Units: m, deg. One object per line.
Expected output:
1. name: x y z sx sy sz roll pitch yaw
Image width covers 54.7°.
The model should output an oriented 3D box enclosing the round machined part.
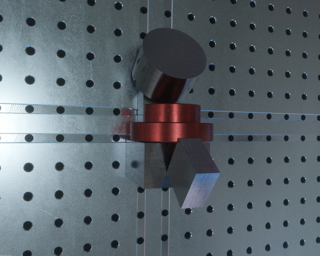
1. round machined part: 0.014 -0.006 0.369 0.099 0.098 0.042 1 90 -20

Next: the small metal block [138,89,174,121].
1. small metal block: -0.002 -0.031 0.412 0.050 0.025 0.050 1 90 -21

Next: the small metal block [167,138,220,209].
1. small metal block: 0.032 0.045 0.315 0.025 0.050 0.050 1 128 -21

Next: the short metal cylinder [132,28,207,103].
1. short metal cylinder: 0.011 -0.077 0.386 0.081 0.050 0.080 10 57 -15

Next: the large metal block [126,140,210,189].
1. large metal block: 0.007 0.041 0.386 0.081 0.080 0.050 1 90 -20
